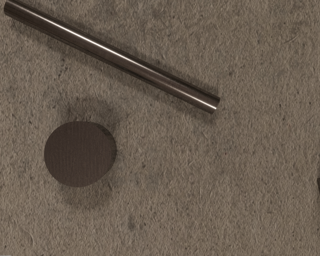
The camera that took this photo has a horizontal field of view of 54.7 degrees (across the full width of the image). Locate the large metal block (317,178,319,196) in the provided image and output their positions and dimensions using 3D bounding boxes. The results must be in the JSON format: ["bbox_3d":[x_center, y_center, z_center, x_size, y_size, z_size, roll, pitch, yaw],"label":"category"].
[{"bbox_3d":[0.248,0.104,0.386,0.050,0.080,0.080,-10,90,0],"label":"large metal block"}]

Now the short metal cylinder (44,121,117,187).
[{"bbox_3d":[-0.099,0.031,0.396,0.081,0.050,0.079,0,90,-1],"label":"short metal cylinder"}]

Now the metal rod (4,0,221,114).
[{"bbox_3d":[-0.061,-0.094,0.409,0.301,0.025,0.025,26,90,-1],"label":"metal rod"}]
